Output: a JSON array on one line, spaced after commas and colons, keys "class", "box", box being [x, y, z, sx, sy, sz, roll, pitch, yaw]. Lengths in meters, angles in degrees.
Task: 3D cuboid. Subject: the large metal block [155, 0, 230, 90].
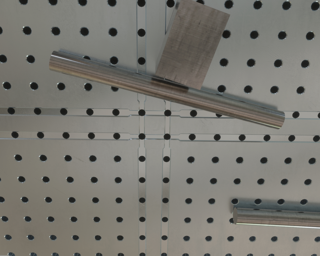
[{"class": "large metal block", "box": [0.032, -0.097, 0.349, 0.050, 0.080, 0.079, 18, 109, -7]}]

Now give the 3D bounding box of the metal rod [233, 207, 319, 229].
[{"class": "metal rod", "box": [0.263, 0.141, 0.469, 0.302, 0.025, 0.025, 4, 110, -2]}]

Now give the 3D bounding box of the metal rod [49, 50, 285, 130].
[{"class": "metal rod", "box": [0.014, -0.047, 0.396, 0.302, 0.025, 0.025, 14, 109, -6]}]
